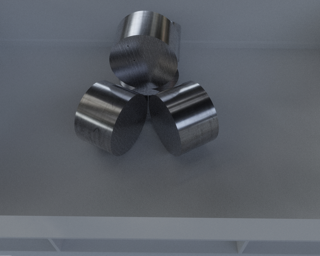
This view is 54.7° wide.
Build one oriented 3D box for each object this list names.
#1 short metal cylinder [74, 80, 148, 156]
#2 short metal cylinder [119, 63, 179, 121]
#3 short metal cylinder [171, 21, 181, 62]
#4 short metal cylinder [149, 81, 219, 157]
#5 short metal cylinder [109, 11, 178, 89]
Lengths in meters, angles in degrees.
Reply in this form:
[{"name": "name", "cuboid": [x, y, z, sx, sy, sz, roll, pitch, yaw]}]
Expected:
[{"name": "short metal cylinder", "cuboid": [-0.057, -0.012, 0.377, 0.050, 0.080, 0.080, 23, 54, 18]}, {"name": "short metal cylinder", "cuboid": [-0.015, -0.056, 0.432, 0.080, 0.050, 0.080, 0, 50, 0]}, {"name": "short metal cylinder", "cuboid": [-0.009, -0.128, 0.466, 0.080, 0.080, 0.050, 3, 93, 2]}, {"name": "short metal cylinder", "cuboid": [0.027, -0.012, 0.377, 0.050, 0.080, 0.080, -23, 54, -17]}, {"name": "short metal cylinder", "cuboid": [-0.018, -0.094, 0.381, 0.080, 0.080, 0.050, 2, 50, 2]}]
